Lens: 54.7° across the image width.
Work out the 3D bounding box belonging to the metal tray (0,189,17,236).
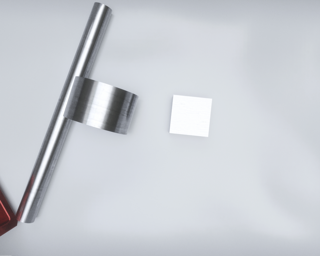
[{"bbox_3d":[-0.239,0.106,0.354,0.030,0.130,0.090,-29,90,20],"label":"metal tray"}]

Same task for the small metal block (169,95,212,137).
[{"bbox_3d":[0.040,-0.016,0.412,0.050,0.025,0.050,6,90,-1],"label":"small metal block"}]

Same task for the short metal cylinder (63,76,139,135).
[{"bbox_3d":[-0.072,-0.027,0.383,0.080,0.080,0.050,17,90,-1],"label":"short metal cylinder"}]

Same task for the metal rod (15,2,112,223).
[{"bbox_3d":[-0.127,-0.020,0.409,0.025,0.025,0.299,20,90,-1],"label":"metal rod"}]
